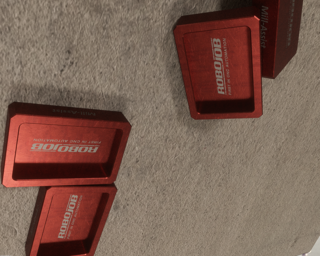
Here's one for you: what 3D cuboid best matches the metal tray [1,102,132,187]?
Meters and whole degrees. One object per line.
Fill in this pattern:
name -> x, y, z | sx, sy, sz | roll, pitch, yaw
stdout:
metal tray -> -0.107, 0.022, 0.359 | 0.131, 0.030, 0.089 | 4, 116, -31

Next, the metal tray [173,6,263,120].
metal tray -> 0.074, -0.070, 0.369 | 0.090, 0.030, 0.129 | -2, 129, 18

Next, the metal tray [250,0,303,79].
metal tray -> 0.143, -0.136, 0.374 | 0.090, 0.030, 0.129 | -42, 136, -37

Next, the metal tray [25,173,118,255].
metal tray -> -0.120, 0.121, 0.414 | 0.091, 0.030, 0.129 | 7, 115, -32
